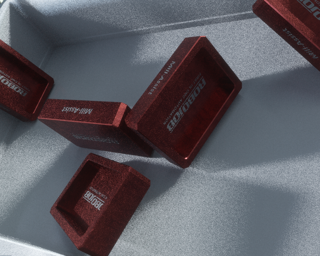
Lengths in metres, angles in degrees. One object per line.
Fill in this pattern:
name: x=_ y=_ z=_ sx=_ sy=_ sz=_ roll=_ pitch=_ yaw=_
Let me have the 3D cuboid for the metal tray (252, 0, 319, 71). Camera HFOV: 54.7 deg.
metal tray: x=0.179 y=-0.123 z=0.334 sx=0.130 sy=0.030 sz=0.090 roll=41 pitch=83 yaw=-2

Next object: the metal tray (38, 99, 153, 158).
metal tray: x=-0.081 y=0.000 z=0.404 sx=0.130 sy=0.090 sz=0.030 roll=5 pitch=65 yaw=30

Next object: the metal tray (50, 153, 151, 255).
metal tray: x=-0.074 y=0.080 z=0.354 sx=0.130 sy=0.030 sz=0.090 roll=5 pitch=59 yaw=59

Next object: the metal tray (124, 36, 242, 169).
metal tray: x=0.031 y=-0.030 z=0.361 sx=0.130 sy=0.090 sz=0.030 roll=-55 pitch=32 yaw=-11

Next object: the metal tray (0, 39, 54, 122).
metal tray: x=-0.250 y=-0.079 z=0.513 sx=0.030 sy=0.130 sz=0.090 roll=-2 pitch=61 yaw=37
